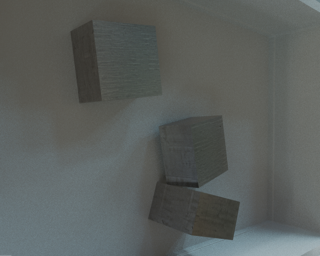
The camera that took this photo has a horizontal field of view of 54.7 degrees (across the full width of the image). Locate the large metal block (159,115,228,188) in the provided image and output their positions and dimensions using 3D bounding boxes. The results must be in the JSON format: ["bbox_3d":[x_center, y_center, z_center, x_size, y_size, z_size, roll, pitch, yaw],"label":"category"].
[{"bbox_3d":[0.048,0.029,0.424,0.081,0.050,0.079,-16,100,-50],"label":"large metal block"}]

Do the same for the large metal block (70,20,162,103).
[{"bbox_3d":[-0.048,-0.072,0.352,0.081,0.050,0.079,-10,97,-40],"label":"large metal block"}]

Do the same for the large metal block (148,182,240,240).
[{"bbox_3d":[0.045,0.110,0.411,0.080,0.080,0.050,22,76,-38],"label":"large metal block"}]
